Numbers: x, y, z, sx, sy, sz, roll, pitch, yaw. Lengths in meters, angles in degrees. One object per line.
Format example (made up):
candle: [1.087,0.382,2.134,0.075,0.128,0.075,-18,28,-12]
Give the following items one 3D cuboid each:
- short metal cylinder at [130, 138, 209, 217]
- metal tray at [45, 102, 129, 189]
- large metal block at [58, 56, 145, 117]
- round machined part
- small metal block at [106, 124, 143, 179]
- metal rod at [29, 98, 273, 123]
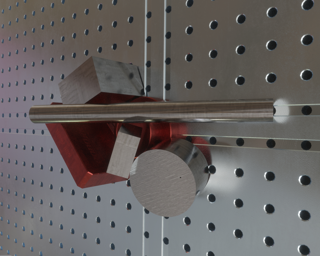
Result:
short metal cylinder: [0.012,0.057,0.366,0.080,0.050,0.079,6,105,23]
metal tray: [-0.100,0.020,0.446,0.030,0.091,0.130,-51,61,28]
large metal block: [-0.082,-0.053,0.436,0.080,0.081,0.050,-27,74,36]
round machined part: [-0.024,0.006,0.420,0.098,0.042,0.097,0,90,39]
small metal block: [-0.041,0.025,0.368,0.025,0.050,0.050,17,102,-5]
metal rod: [-0.026,-0.018,0.367,0.301,0.025,0.025,0,90,20]
